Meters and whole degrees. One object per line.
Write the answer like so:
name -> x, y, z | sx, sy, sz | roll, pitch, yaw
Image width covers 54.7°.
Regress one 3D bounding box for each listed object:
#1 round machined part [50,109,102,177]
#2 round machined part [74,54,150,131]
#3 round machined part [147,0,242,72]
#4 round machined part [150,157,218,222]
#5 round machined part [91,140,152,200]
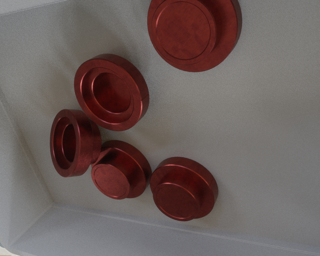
round machined part -> -0.122, 0.022, 0.456 | 0.098, 0.042, 0.097 | -1, 89, 48
round machined part -> -0.057, -0.048, 0.398 | 0.098, 0.042, 0.097 | 13, 124, 21
round machined part -> 0.030, -0.103, 0.318 | 0.098, 0.042, 0.097 | 13, 124, 21
round machined part -> 0.029, 0.093, 0.440 | 0.098, 0.042, 0.097 | 13, 124, 21
round machined part -> -0.066, 0.071, 0.476 | 0.098, 0.042, 0.097 | 13, 124, 21
